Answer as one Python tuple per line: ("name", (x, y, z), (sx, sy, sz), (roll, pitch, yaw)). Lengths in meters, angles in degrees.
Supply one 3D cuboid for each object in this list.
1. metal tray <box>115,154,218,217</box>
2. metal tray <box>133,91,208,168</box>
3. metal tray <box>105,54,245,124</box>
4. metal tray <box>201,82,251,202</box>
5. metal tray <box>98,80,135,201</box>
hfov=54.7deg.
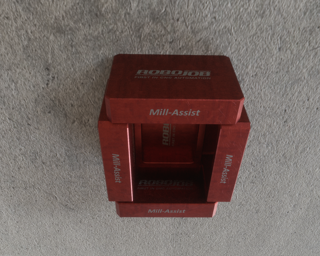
("metal tray", (0.008, 0.078, 0.432), (0.131, 0.090, 0.030), (1, 130, -1))
("metal tray", (0.012, -0.003, 0.403), (0.091, 0.030, 0.129), (0, 130, -1))
("metal tray", (0.014, -0.044, 0.328), (0.131, 0.090, 0.030), (1, 130, -1))
("metal tray", (0.074, 0.018, 0.381), (0.030, 0.090, 0.129), (1, 130, -1))
("metal tray", (-0.048, 0.016, 0.379), (0.030, 0.090, 0.129), (1, 130, -1))
